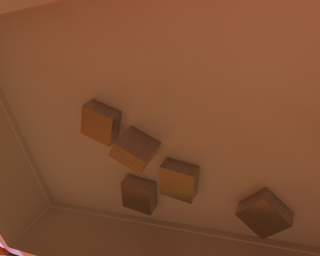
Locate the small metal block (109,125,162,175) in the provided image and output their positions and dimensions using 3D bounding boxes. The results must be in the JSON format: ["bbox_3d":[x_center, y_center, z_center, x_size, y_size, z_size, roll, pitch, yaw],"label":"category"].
[{"bbox_3d":[-0.034,0.029,0.428,0.050,0.050,0.025,30,128,8],"label":"small metal block"}]

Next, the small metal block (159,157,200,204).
[{"bbox_3d":[0.027,0.074,0.440,0.050,0.025,0.050,14,124,20],"label":"small metal block"}]

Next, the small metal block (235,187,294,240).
[{"bbox_3d":[0.137,0.112,0.406,0.050,0.025,0.050,43,129,-2],"label":"small metal block"}]

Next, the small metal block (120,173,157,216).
[{"bbox_3d":[-0.033,0.105,0.491,0.050,0.025,0.050,13,124,21],"label":"small metal block"}]

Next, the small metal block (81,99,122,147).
[{"bbox_3d":[-0.086,-0.008,0.449,0.050,0.025,0.050,24,127,13],"label":"small metal block"}]
